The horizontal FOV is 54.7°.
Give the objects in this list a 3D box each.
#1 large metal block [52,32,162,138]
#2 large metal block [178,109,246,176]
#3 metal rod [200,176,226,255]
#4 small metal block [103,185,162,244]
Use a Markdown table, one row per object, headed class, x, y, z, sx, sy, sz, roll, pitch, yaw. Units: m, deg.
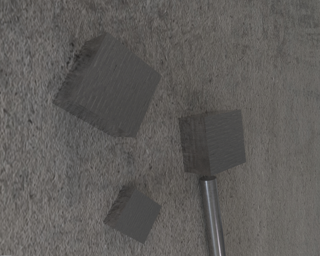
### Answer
| class | x | y | z | sx | sy | sz | roll | pitch | yaw |
| --- | --- | --- | --- | --- | --- | --- | --- | --- | --- |
| large metal block | -0.056 | -0.043 | 0.342 | 0.080 | 0.050 | 0.080 | 34 | 69 | -35 |
| large metal block | 0.078 | 0.018 | 0.453 | 0.081 | 0.050 | 0.079 | -12 | 98 | -39 |
| metal rod | 0.093 | 0.222 | 0.483 | 0.025 | 0.025 | 0.298 | -14 | 99 | -39 |
| small metal block | -0.032 | 0.105 | 0.378 | 0.050 | 0.025 | 0.050 | 42 | 65 | -32 |
